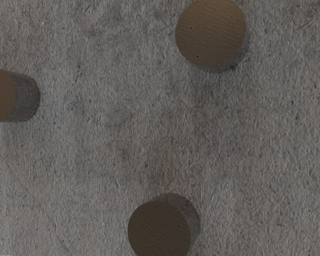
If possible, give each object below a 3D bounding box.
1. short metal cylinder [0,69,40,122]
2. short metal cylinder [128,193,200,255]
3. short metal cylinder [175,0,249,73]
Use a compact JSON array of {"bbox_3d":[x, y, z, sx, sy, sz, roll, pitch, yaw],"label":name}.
[{"bbox_3d":[-0.236,-0.048,0.479,0.080,0.050,0.080,0,90,20],"label":"short metal cylinder"},{"bbox_3d":[0.006,0.127,0.393,0.080,0.050,0.080,0,90,20],"label":"short metal cylinder"},{"bbox_3d":[0.064,-0.110,0.373,0.080,0.050,0.080,0,90,20],"label":"short metal cylinder"}]
